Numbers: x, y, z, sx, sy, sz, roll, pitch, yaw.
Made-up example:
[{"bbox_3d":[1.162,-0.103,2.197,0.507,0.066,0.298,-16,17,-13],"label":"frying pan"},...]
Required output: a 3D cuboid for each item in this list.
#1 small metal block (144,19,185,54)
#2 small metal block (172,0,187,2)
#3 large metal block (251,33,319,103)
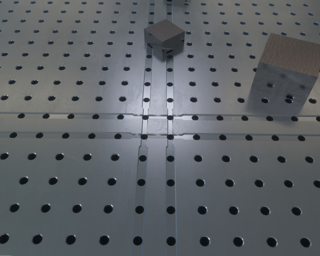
[{"bbox_3d":[0.008,-0.161,0.543,0.050,0.025,0.050,-32,57,-24],"label":"small metal block"},{"bbox_3d":[0.039,-0.293,0.654,0.050,0.025,0.050,13,51,10],"label":"small metal block"},{"bbox_3d":[0.194,-0.093,0.471,0.080,0.050,0.080,19,53,15],"label":"large metal block"}]
